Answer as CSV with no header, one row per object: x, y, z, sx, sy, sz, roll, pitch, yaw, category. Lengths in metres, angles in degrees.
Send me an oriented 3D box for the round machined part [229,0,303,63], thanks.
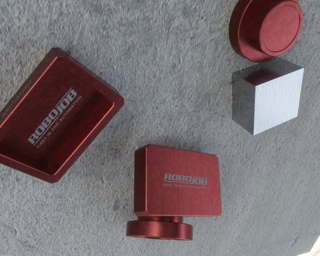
0.141,-0.130,0.395,0.099,0.042,0.097,-14,125,-21,round machined part

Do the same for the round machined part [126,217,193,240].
0.000,0.143,0.464,0.099,0.042,0.098,3,159,1,round machined part

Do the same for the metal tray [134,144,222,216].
0.028,0.077,0.433,0.131,0.030,0.090,12,68,-34,metal tray

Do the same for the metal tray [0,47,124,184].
-0.114,-0.009,0.336,0.130,0.030,0.090,-49,129,6,metal tray

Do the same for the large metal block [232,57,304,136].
0.153,-0.047,0.448,0.081,0.050,0.079,-21,127,-16,large metal block
